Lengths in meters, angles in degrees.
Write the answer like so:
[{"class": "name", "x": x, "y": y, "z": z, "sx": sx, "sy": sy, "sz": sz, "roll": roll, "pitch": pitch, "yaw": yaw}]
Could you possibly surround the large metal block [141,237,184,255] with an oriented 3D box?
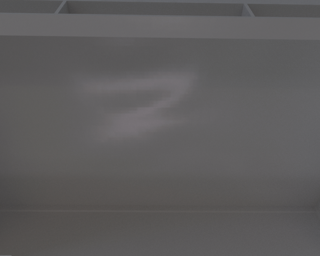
[{"class": "large metal block", "x": 0.006, "y": 0.276, "z": 0.611, "sx": 0.050, "sy": 0.080, "sz": 0.080, "roll": -28, "pitch": 125, "yaw": 22}]
